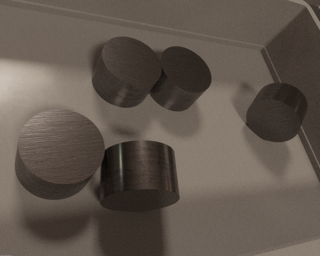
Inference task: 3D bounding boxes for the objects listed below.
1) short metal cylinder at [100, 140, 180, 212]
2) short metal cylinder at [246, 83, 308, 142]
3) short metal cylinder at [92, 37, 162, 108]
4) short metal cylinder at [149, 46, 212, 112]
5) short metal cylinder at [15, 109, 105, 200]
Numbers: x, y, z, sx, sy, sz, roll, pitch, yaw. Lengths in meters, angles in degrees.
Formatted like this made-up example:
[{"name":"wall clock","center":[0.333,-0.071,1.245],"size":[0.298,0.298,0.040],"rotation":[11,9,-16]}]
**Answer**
[{"name":"short metal cylinder","center":[-0.022,0.053,0.327],"size":[0.081,0.080,0.050],"rotation":[9,58,-24]},{"name":"short metal cylinder","center":[0.184,-0.024,0.487],"size":[0.080,0.080,0.050],"rotation":[42,51,0]},{"name":"short metal cylinder","center":[-0.045,-0.074,0.412],"size":[0.081,0.050,0.080],"rotation":[14,56,-21]},{"name":"short metal cylinder","center":[0.027,-0.071,0.449],"size":[0.081,0.050,0.080],"rotation":[14,56,-21]},{"name":"short metal cylinder","center":[-0.103,0.028,0.318],"size":[0.081,0.050,0.080],"rotation":[14,56,-21]}]
